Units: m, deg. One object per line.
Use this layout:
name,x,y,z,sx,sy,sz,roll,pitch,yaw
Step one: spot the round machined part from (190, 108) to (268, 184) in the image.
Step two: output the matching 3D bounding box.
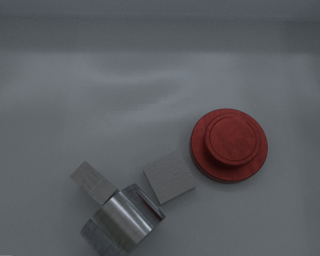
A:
round machined part,0.089,0.019,0.395,0.099,0.042,0.098,0,70,-1

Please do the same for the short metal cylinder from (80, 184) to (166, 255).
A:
short metal cylinder,-0.039,0.107,0.341,0.080,0.080,0.050,-42,76,-14

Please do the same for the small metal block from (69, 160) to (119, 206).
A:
small metal block,-0.075,0.070,0.370,0.050,0.050,0.025,38,74,12

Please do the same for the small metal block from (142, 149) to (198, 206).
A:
small metal block,0.012,0.062,0.387,0.050,0.025,0.050,-25,72,-9
